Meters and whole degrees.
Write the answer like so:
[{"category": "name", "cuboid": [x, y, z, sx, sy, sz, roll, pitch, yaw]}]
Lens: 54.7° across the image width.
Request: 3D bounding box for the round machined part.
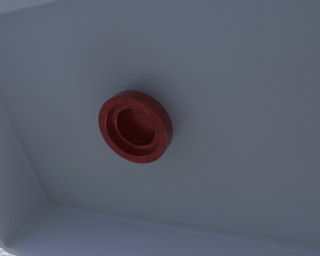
[{"category": "round machined part", "cuboid": [-0.028, -0.005, 0.408, 0.098, 0.042, 0.097, 13, 124, 20]}]
